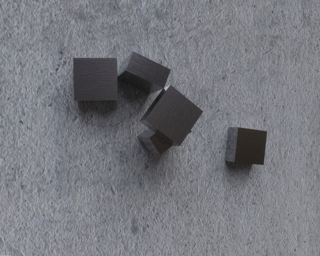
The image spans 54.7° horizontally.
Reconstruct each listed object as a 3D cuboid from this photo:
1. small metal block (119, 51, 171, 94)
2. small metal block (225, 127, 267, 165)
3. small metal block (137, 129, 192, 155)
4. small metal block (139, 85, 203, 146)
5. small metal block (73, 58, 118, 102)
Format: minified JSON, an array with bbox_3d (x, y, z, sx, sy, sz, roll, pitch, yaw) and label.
[{"bbox_3d":[-0.022,-0.067,0.387,0.050,0.050,0.025,22,80,-19],"label":"small metal block"},{"bbox_3d":[0.127,0.026,0.456,0.050,0.025,0.050,7,88,-20],"label":"small metal block"},{"bbox_3d":[0.005,0.008,0.397,0.050,0.050,0.025,-35,102,-17],"label":"small metal block"},{"bbox_3d":[0.013,-0.014,0.361,0.050,0.025,0.050,38,77,-13],"label":"small metal block"},{"bbox_3d":[-0.077,-0.057,0.375,0.050,0.025,0.050,-1,91,-7],"label":"small metal block"}]
